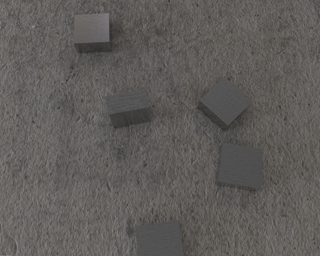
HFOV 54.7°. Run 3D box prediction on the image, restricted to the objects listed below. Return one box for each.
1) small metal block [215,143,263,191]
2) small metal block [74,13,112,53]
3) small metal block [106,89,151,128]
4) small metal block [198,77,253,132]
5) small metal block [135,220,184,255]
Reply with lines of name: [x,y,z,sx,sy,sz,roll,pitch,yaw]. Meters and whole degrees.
small metal block: [0.100,0.050,0.390,0.050,0.025,0.050,9,70,3]
small metal block: [-0.099,-0.140,0.458,0.050,0.025,0.050,-4,70,-2]
small metal block: [-0.040,-0.024,0.403,0.050,0.050,0.025,-11,71,-4]
small metal block: [0.088,-0.032,0.420,0.050,0.025,0.050,-43,76,-14]
small metal block: [0.000,0.137,0.358,0.050,0.025,0.050,-7,70,-3]
